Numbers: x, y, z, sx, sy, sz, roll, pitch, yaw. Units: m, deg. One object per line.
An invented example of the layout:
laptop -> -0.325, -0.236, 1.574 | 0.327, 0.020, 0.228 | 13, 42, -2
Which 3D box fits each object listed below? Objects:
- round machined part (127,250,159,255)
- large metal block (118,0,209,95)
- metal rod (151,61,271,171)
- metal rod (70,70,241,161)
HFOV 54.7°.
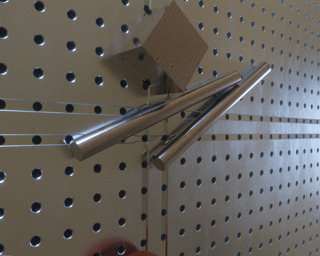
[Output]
round machined part -> -0.031, 0.198, 0.375 | 0.099, 0.042, 0.097 | 0, 90, -40
large metal block -> 0.007, -0.101, 0.400 | 0.080, 0.050, 0.080 | 44, 64, -32
metal rod -> 0.096, -0.033, 0.491 | 0.302, 0.025, 0.025 | -39, 114, -33
metal rod -> 0.017, -0.030, 0.425 | 0.302, 0.025, 0.025 | -27, 107, -37
